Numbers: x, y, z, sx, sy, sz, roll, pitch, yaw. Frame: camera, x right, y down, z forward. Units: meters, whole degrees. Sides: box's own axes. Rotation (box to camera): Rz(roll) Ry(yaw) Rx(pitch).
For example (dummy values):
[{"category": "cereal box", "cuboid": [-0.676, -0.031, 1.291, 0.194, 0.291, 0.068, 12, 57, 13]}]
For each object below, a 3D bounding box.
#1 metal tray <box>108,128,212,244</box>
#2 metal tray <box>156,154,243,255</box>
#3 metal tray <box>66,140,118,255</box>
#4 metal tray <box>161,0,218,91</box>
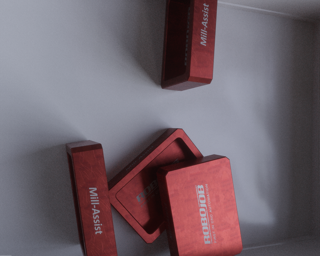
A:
[{"category": "metal tray", "cuboid": [0.001, 0.073, 0.409, 0.130, 0.030, 0.090, -42, 104, -16]}, {"category": "metal tray", "cuboid": [0.052, 0.106, 0.396, 0.091, 0.030, 0.129, -11, 95, -21]}, {"category": "metal tray", "cuboid": [-0.079, 0.081, 0.347, 0.030, 0.090, 0.129, -8, 93, -20]}, {"category": "metal tray", "cuboid": [0.034, -0.116, 0.389, 0.030, 0.090, 0.129, 4, 89, -20]}]
